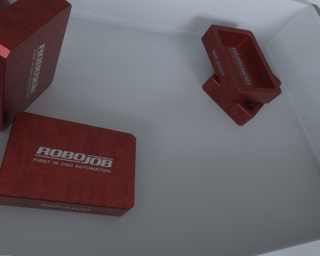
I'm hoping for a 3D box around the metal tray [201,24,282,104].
[{"bbox_3d":[0.128,-0.101,0.493,0.091,0.030,0.130,-2,63,-29],"label":"metal tray"}]

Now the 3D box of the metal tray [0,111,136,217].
[{"bbox_3d":[-0.093,0.040,0.328,0.131,0.030,0.090,13,57,-21],"label":"metal tray"}]

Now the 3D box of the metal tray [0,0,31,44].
[{"bbox_3d":[-0.192,-0.130,0.318,0.090,0.130,0.030,31,87,-8],"label":"metal tray"}]

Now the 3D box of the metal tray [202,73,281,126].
[{"bbox_3d":[0.141,-0.073,0.521,0.090,0.030,0.131,46,51,4],"label":"metal tray"}]

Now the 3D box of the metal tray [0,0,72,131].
[{"bbox_3d":[-0.136,-0.063,0.304,0.030,0.129,0.090,34,51,-6],"label":"metal tray"}]
